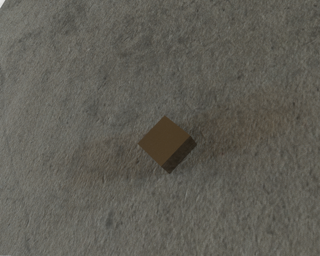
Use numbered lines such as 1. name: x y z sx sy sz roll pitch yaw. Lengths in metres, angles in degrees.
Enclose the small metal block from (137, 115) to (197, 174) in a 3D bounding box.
1. small metal block: 0.009 0.020 0.388 0.050 0.025 0.050 -46 51 -4
